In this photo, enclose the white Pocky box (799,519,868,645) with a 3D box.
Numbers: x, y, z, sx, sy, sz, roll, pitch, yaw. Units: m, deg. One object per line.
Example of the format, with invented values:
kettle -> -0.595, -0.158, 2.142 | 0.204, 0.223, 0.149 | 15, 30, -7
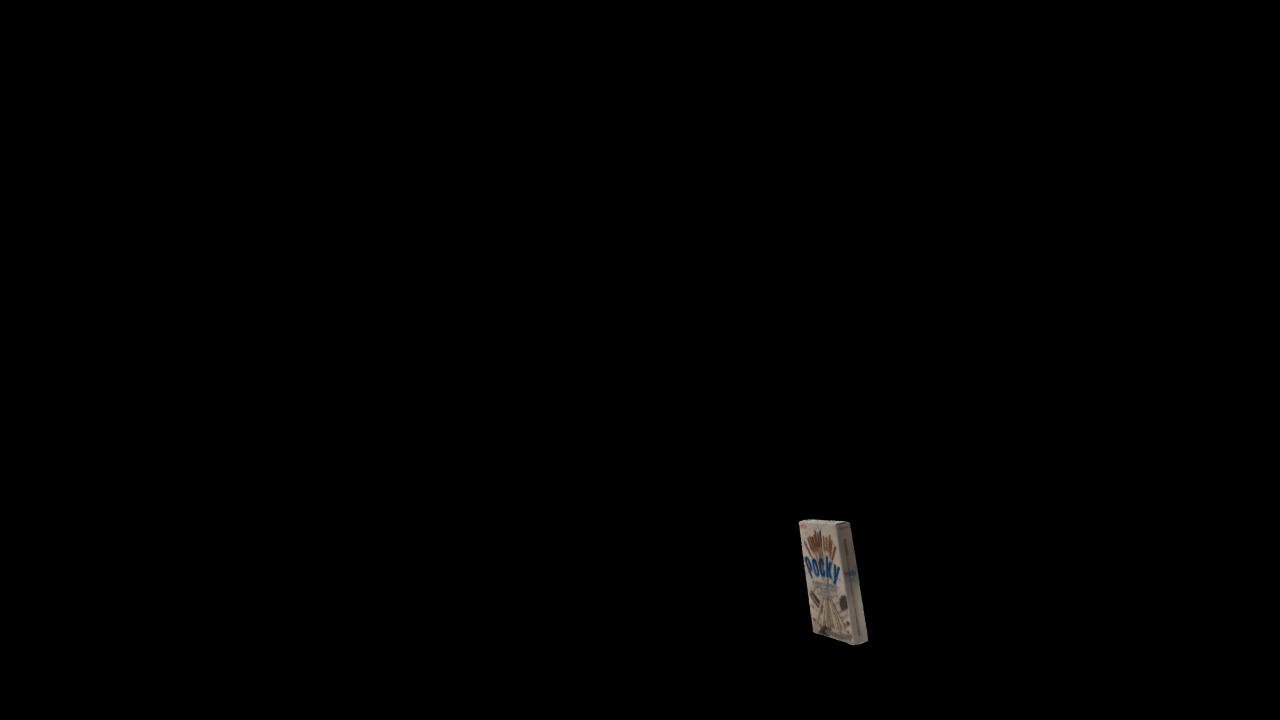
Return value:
white Pocky box -> 0.262, 0.299, 0.840 | 0.028, 0.154, 0.084 | -1, -11, -24
